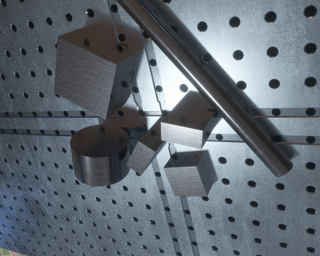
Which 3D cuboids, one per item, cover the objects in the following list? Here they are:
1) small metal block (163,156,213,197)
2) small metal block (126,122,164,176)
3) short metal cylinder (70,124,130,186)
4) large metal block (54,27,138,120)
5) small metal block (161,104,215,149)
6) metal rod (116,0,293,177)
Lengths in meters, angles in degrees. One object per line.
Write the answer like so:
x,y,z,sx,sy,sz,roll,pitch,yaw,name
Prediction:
0.039,0.068,0.431,0.050,0.025,0.050,-8,115,31,small metal block
-0.015,0.028,0.419,0.025,0.050,0.050,34,129,6,small metal block
-0.083,0.037,0.441,0.080,0.080,0.050,15,124,19,short metal cylinder
-0.083,-0.070,0.394,0.080,0.050,0.079,27,128,10,large metal block
0.035,-0.003,0.374,0.050,0.050,0.025,12,124,21,small metal block
0.043,-0.060,0.349,0.300,0.025,0.025,47,129,-5,metal rod
